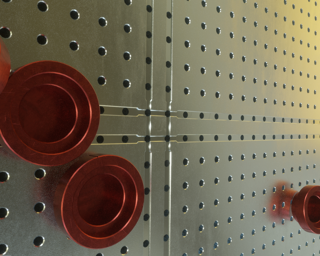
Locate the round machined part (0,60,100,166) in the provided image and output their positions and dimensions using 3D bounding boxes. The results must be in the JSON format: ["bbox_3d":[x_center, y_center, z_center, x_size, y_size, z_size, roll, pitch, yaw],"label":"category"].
[{"bbox_3d":[-0.112,-0.014,0.302,0.099,0.042,0.097,-1,92,-43],"label":"round machined part"}]

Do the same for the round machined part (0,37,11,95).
[{"bbox_3d":[-0.165,-0.042,0.237,0.099,0.042,0.098,2,67,-3],"label":"round machined part"}]

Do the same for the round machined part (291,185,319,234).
[{"bbox_3d":[0.317,0.170,0.653,0.099,0.042,0.098,4,81,-29],"label":"round machined part"}]

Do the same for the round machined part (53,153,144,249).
[{"bbox_3d":[-0.069,0.076,0.340,0.099,0.042,0.097,0,90,-40],"label":"round machined part"}]
